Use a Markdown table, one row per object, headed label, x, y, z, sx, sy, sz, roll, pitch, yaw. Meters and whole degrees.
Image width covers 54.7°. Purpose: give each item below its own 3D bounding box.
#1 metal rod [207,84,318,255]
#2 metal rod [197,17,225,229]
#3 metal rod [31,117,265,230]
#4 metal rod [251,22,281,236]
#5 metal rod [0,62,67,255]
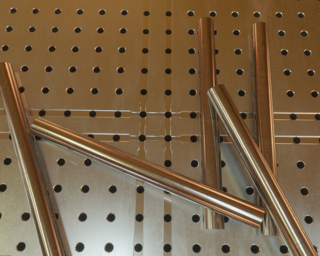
| label | x | y | z | sx | sy | sz | roll | pitch | yaw |
| --- | --- | --- | --- | --- | --- | --- | --- | --- | --- |
| metal rod | 0.130 | 0.079 | 0.356 | 0.025 | 0.025 | 0.299 | -22 | 71 | -8 |
| metal rod | 0.067 | -0.020 | 0.419 | 0.025 | 0.025 | 0.299 | 1 | 70 | 0 |
| metal rod | -0.026 | 0.049 | 0.377 | 0.301 | 0.025 | 0.025 | 21 | 71 | 13 |
| metal rod | 0.141 | -0.013 | 0.418 | 0.025 | 0.025 | 0.299 | 4 | 70 | 1 |
| metal rod | -0.166 | 0.044 | 0.393 | 0.025 | 0.025 | 0.299 | -21 | 72 | -8 |
